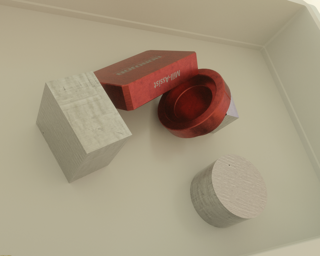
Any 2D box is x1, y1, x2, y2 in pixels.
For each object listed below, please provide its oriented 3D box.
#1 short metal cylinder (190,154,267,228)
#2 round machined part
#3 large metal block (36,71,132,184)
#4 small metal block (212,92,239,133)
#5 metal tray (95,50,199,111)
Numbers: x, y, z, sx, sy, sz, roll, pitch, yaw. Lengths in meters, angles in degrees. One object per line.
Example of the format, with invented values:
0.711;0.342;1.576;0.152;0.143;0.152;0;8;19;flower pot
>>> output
0.086;0.079;0.389;0.081;0.050;0.080;14;56;-21;short metal cylinder
0.049;-0.028;0.414;0.042;0.098;0.098;44;42;-42;round machined part
-0.084;0.000;0.326;0.050;0.080;0.080;-24;75;-37;large metal block
0.081;-0.027;0.449;0.025;0.050;0.050;10;57;-36;small metal block
-0.024;-0.066;0.395;0.131;0.090;0.030;-33;124;-38;metal tray
